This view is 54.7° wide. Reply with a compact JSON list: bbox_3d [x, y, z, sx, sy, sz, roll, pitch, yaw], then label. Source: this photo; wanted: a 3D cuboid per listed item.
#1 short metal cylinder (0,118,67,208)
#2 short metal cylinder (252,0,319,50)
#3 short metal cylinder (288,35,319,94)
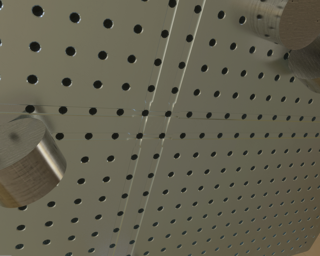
[{"bbox_3d":[-0.145,0.034,0.318,0.080,0.080,0.050,-26,128,-12],"label":"short metal cylinder"},{"bbox_3d":[0.167,-0.147,0.398,0.081,0.050,0.079,-14,124,-21],"label":"short metal cylinder"},{"bbox_3d":[0.237,-0.096,0.448,0.050,0.080,0.080,25,104,-37],"label":"short metal cylinder"}]
